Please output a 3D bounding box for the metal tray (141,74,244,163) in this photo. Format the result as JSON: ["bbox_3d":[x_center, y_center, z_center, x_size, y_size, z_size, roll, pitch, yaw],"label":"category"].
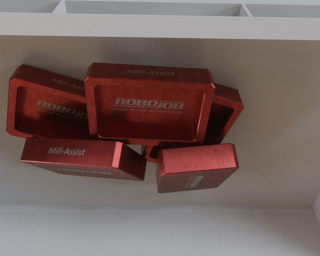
[{"bbox_3d":[0.037,-0.001,0.403,0.091,0.030,0.129,15,129,-13],"label":"metal tray"}]

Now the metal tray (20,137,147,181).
[{"bbox_3d":[-0.093,0.041,0.392,0.130,0.030,0.090,1,162,19],"label":"metal tray"}]

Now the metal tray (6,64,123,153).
[{"bbox_3d":[-0.116,-0.017,0.385,0.131,0.030,0.089,15,129,-13],"label":"metal tray"}]

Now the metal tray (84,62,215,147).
[{"bbox_3d":[-0.012,-0.023,0.344,0.131,0.030,0.089,3,130,-3],"label":"metal tray"}]

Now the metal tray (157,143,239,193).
[{"bbox_3d":[0.042,0.058,0.411,0.091,0.030,0.130,-5,159,-4],"label":"metal tray"}]
